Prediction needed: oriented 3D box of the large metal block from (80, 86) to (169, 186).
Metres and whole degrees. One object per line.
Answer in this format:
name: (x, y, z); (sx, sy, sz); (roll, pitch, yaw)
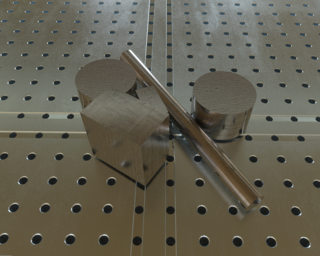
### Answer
large metal block: (-0.037, 0.010, 0.358); (0.080, 0.080, 0.050); (27, 56, 21)

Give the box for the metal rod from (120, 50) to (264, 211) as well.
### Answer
metal rod: (0.025, -0.017, 0.417); (0.025, 0.025, 0.300); (-25, 55, -20)

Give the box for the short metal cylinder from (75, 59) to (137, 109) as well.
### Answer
short metal cylinder: (-0.072, -0.051, 0.429); (0.081, 0.050, 0.080); (0, 50, 0)

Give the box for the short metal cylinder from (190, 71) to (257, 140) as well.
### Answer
short metal cylinder: (0.082, -0.031, 0.413); (0.081, 0.050, 0.080); (0, 50, 0)

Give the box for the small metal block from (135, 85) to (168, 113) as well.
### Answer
small metal block: (-0.011, -0.018, 0.401); (0.025, 0.050, 0.050); (-17, 52, -13)
